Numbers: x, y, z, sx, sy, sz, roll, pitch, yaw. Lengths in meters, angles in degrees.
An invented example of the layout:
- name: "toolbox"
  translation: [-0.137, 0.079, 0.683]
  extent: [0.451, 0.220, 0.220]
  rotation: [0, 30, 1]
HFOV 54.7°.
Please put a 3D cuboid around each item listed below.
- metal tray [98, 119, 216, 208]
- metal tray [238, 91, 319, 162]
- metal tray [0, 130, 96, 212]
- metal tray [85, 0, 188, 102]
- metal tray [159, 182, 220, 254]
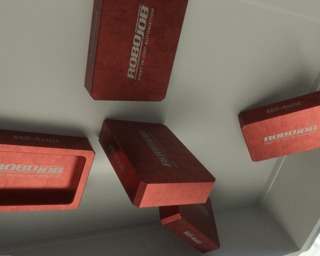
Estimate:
- name: "metal tray"
  translation: [-0.009, 0.035, 0.359]
  extent: [0.091, 0.130, 0.030]
  rotation: [5, 116, -31]
- name: "metal tray"
  translation: [0.196, 0.000, 0.477]
  extent: [0.130, 0.030, 0.090]
  rotation: [-16, 130, 17]
- name: "metal tray"
  translation: [-0.151, 0.051, 0.355]
  extent: [0.131, 0.030, 0.089]
  rotation: [8, 115, -32]
- name: "metal tray"
  translation: [-0.027, -0.094, 0.334]
  extent: [0.091, 0.030, 0.129]
  rotation: [-1, 119, -28]
- name: "metal tray"
  translation: [0.043, 0.121, 0.464]
  extent: [0.030, 0.090, 0.130]
  rotation: [-26, 132, 19]
